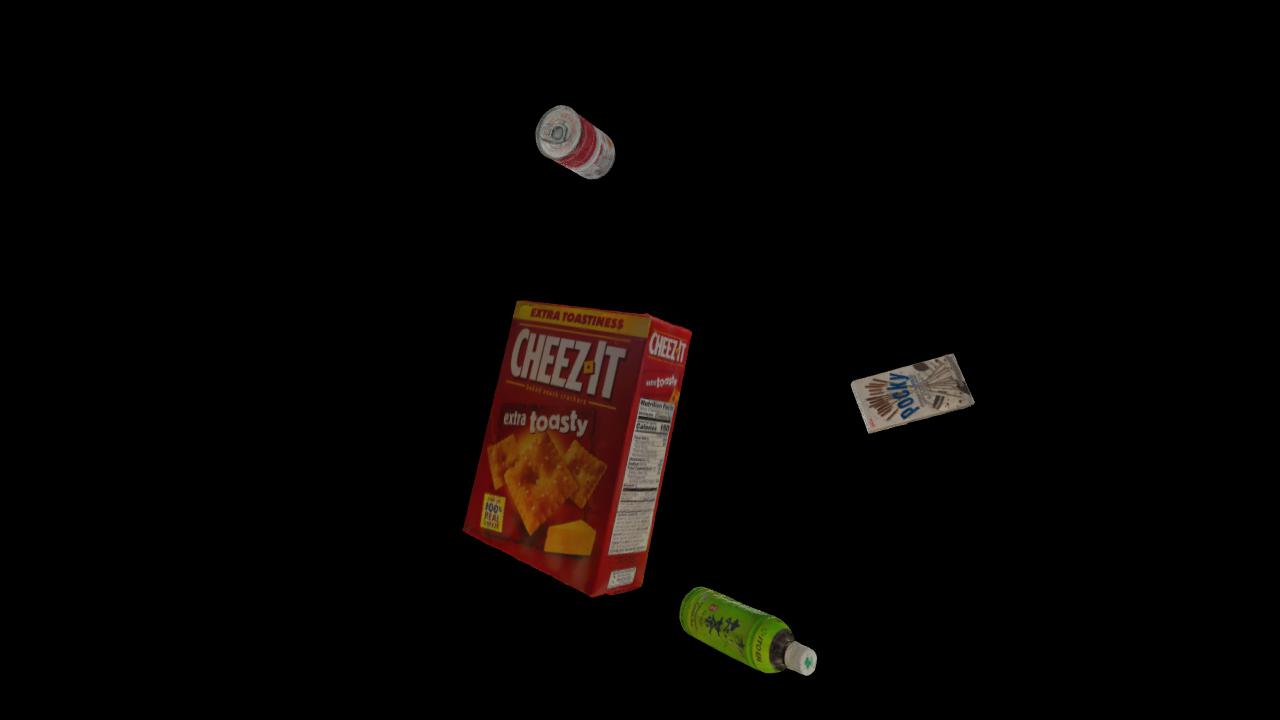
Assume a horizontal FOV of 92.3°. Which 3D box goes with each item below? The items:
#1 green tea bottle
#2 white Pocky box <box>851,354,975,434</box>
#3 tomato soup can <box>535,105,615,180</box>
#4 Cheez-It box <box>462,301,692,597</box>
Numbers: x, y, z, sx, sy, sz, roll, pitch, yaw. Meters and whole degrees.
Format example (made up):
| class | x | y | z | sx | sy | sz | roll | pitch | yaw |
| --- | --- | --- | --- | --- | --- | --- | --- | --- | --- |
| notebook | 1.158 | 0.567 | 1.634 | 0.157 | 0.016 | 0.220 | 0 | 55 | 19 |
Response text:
| class | x | y | z | sx | sy | sz | roll | pitch | yaw |
| --- | --- | --- | --- | --- | --- | --- | --- | --- | --- |
| green tea bottle | 0.141 | 0.362 | 0.812 | 0.073 | 0.073 | 0.212 | 0 | -1 | -36 |
| white Pocky box | 0.407 | 0.050 | 0.925 | 0.154 | 0.084 | 0.028 | -17 | -21 | 8 |
| tomato soup can | -0.082 | -0.285 | 0.815 | 0.068 | 0.068 | 0.101 | 0 | 0 | 24 |
| Cheez-It box | -0.057 | 0.066 | 0.537 | 0.166 | 0.223 | 0.071 | 11 | -3 | 37 |
